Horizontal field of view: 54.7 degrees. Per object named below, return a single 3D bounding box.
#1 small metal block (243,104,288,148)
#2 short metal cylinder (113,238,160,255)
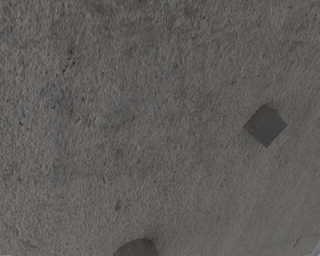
[{"bbox_3d":[0.169,-0.003,0.498,0.050,0.025,0.050,-49,129,6],"label":"small metal block"},{"bbox_3d":[-0.035,0.232,0.515,0.081,0.050,0.079,-14,124,-21],"label":"short metal cylinder"}]
